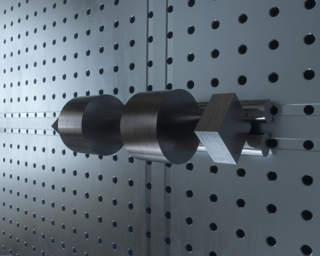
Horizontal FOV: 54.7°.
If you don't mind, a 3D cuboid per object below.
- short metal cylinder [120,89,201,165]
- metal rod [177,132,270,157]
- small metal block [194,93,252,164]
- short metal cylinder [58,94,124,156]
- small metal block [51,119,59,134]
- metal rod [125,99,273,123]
[{"bbox_3d":[0.003,-0.002,0.342,0.050,0.081,0.079,1,91,40],"label":"short metal cylinder"},{"bbox_3d":[-0.006,0.014,0.415,0.300,0.025,0.025,1,91,40],"label":"metal rod"},{"bbox_3d":[0.065,0.001,0.310,0.025,0.050,0.050,1,50,40],"label":"small metal block"},{"bbox_3d":[-0.087,-0.004,0.417,0.050,0.081,0.079,1,91,40],"label":"short metal cylinder"},{"bbox_3d":[-0.125,-0.004,0.467,0.025,0.050,0.050,1,49,40],"label":"small metal block"},{"bbox_3d":[-0.004,-0.020,0.413,0.300,0.025,0.025,1,91,40],"label":"metal rod"}]
